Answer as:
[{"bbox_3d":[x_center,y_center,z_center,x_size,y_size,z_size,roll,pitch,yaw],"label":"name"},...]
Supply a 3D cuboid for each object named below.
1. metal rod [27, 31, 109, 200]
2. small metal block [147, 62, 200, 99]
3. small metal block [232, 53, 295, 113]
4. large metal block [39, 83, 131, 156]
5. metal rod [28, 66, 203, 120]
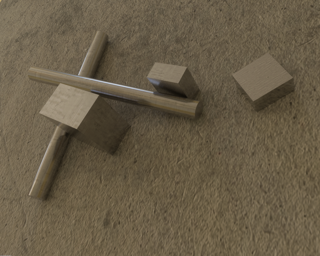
[{"bbox_3d":[-0.139,-0.034,0.495,0.025,0.025,0.300,0,62,28],"label":"metal rod"},{"bbox_3d":[0.019,-0.059,0.413,0.050,0.050,0.025,17,71,34],"label":"small metal block"},{"bbox_3d":[0.123,-0.055,0.372,0.050,0.025,0.050,-31,52,7],"label":"small metal block"},{"bbox_3d":[-0.101,-0.012,0.427,0.080,0.080,0.050,19,72,35],"label":"large metal block"},{"bbox_3d":[-0.081,-0.057,0.456,0.301,0.025,0.025,15,69,26],"label":"metal rod"}]
